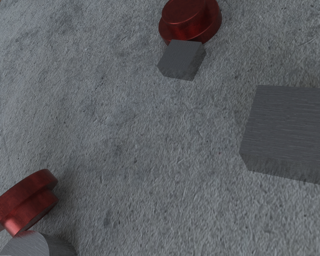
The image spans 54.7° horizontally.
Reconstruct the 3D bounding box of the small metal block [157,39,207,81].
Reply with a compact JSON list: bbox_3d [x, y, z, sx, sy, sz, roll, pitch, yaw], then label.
[{"bbox_3d":[0.032,-0.098,0.447,0.050,0.025,0.050,17,70,34],"label":"small metal block"}]

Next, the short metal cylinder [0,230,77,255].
[{"bbox_3d":[-0.144,0.165,0.360,0.080,0.050,0.080,-13,56,20],"label":"short metal cylinder"}]

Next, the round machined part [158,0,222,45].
[{"bbox_3d":[0.042,-0.171,0.475,0.098,0.042,0.098,-13,56,20],"label":"round machined part"}]

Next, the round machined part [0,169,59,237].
[{"bbox_3d":[-0.170,0.100,0.395,0.098,0.098,0.042,-43,86,-2],"label":"round machined part"}]

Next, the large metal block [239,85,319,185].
[{"bbox_3d":[0.135,0.006,0.314,0.080,0.050,0.080,8,66,31],"label":"large metal block"}]
